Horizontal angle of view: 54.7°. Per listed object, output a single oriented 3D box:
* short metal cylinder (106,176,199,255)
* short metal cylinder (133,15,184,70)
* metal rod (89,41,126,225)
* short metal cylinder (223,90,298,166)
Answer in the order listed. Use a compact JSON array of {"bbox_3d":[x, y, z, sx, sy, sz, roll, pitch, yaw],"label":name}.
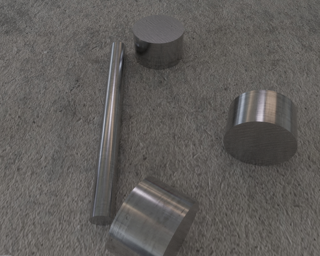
[{"bbox_3d":[-0.005,0.092,0.290,0.050,0.080,0.080,26,55,20],"label":"short metal cylinder"},{"bbox_3d":[-0.002,-0.140,0.505,0.081,0.050,0.080,0,50,0],"label":"short metal cylinder"},{"bbox_3d":[-0.065,-0.018,0.418,0.025,0.025,0.300,-1,50,-1],"label":"metal rod"},{"bbox_3d":[0.119,0.001,0.368,0.080,0.080,0.050,12,51,9],"label":"short metal cylinder"}]
